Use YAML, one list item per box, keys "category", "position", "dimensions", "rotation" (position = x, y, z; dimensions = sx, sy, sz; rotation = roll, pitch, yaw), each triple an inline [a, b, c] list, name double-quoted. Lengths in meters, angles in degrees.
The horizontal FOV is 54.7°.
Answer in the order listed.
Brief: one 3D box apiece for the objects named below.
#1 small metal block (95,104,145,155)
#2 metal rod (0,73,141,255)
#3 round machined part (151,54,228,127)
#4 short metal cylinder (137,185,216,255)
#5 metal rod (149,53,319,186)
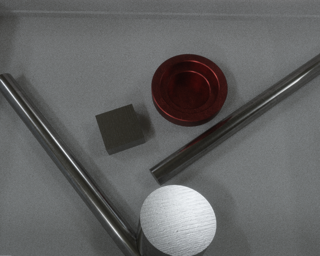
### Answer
- category: "small metal block"
  position: [-0.052, 0.002, 0.408]
  dimensions: [0.050, 0.025, 0.050]
  rotation: [-19, 71, -7]
- category: "metal rod"
  position: [-0.121, 0.040, 0.393]
  dimensions: [0.025, 0.025, 0.300]
  rotation: [-39, 75, -13]
- category: "round machined part"
  position: [0.038, -0.047, 0.418]
  dimensions: [0.099, 0.042, 0.098]
  rotation: [0, 70, -1]
- category: "short metal cylinder"
  position: [0.016, 0.111, 0.341]
  dimensions: [0.081, 0.050, 0.080]
  rotation: [5, 47, -6]
- category: "metal rod"
  position: [0.117, -0.019, 0.417]
  dimensions: [0.301, 0.025, 0.025]
  rotation: [-33, 74, -12]
